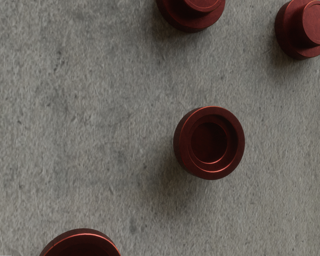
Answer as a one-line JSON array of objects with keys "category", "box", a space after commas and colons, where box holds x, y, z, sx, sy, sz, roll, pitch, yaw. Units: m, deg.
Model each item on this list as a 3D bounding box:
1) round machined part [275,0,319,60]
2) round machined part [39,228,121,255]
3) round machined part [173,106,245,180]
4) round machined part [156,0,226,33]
[{"category": "round machined part", "box": [0.235, -0.160, 0.489, 0.099, 0.042, 0.097, 0, 90, -21]}, {"category": "round machined part", "box": [-0.096, 0.167, 0.365, 0.099, 0.042, 0.097, 0, 90, -21]}, {"category": "round machined part", "box": [0.063, 0.019, 0.425, 0.099, 0.042, 0.097, 0, 90, -21]}, {"category": "round machined part", "box": [0.047, -0.183, 0.418, 0.099, 0.042, 0.097, 0, 90, -21]}]
